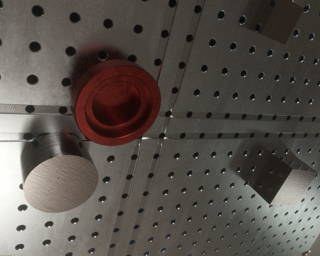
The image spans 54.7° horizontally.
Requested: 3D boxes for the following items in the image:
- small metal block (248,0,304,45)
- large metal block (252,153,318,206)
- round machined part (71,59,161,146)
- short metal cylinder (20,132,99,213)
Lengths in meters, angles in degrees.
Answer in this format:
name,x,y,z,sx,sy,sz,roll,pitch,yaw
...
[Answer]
name,x,y,z,sx,sy,sz,roll,pitch,yaw
small metal block,0.153,-0.144,0.408,0.050,0.025,0.050,10,113,-33
large metal block,0.237,0.099,0.590,0.081,0.050,0.079,11,113,-33
round machined part,-0.052,-0.032,0.354,0.099,0.042,0.097,-14,125,-21
short metal cylinder,-0.118,0.052,0.363,0.081,0.050,0.079,-14,125,-21
